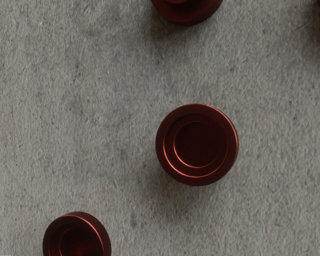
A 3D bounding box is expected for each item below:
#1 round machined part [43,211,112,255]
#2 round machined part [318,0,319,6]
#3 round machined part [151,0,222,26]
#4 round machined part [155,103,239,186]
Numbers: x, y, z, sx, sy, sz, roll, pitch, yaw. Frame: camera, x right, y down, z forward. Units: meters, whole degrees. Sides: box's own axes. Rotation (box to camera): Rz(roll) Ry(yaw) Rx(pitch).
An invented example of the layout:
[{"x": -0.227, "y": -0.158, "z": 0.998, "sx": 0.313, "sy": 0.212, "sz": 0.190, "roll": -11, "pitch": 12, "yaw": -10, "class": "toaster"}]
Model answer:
[{"x": -0.112, "y": 0.166, "z": 0.438, "sx": 0.098, "sy": 0.042, "sz": 0.097, "roll": 0, "pitch": 90, "yaw": 19, "class": "round machined part"}, {"x": 0.220, "y": -0.159, "z": 0.323, "sx": 0.098, "sy": 0.042, "sz": 0.097, "roll": 0, "pitch": 90, "yaw": 19, "class": "round machined part"}, {"x": 0.031, "y": -0.183, "z": 0.388, "sx": 0.098, "sy": 0.042, "sz": 0.097, "roll": 0, "pitch": 90, "yaw": 19, "class": "round machined part"}, {"x": 0.048, "y": 0.020, "z": 0.383, "sx": 0.098, "sy": 0.042, "sz": 0.097, "roll": 0, "pitch": 90, "yaw": 19, "class": "round machined part"}]
